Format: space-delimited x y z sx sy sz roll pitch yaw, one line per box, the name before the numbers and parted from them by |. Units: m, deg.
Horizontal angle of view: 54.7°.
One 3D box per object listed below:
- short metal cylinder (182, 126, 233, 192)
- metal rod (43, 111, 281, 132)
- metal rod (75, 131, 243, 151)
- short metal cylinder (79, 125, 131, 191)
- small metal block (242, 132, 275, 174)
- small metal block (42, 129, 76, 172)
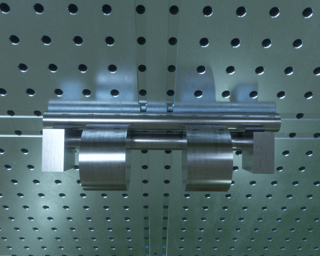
short metal cylinder | 0.055 0.037 0.379 0.050 0.080 0.079 1 130 -1
metal rod | 0.003 -0.008 0.405 0.302 0.025 0.025 1 130 -1
metal rod | 0.000 0.018 0.427 0.302 0.025 0.025 1 130 -1
short metal cylinder | -0.063 0.036 0.377 0.050 0.080 0.079 1 130 -1
small metal block | 0.123 0.030 0.392 0.025 0.050 0.050 1 89 0
small metal block | -0.125 0.027 0.387 0.025 0.050 0.050 1 88 0
